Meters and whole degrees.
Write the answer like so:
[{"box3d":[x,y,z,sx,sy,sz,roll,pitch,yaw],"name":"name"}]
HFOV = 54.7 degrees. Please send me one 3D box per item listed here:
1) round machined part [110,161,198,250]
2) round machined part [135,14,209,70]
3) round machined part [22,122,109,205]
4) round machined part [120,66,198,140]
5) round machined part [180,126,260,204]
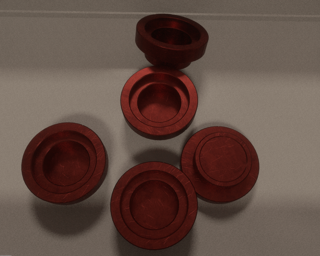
[{"box3d":[-0.007,0.092,0.367,0.099,0.042,0.098,0,70,-1],"name":"round machined part"},{"box3d":[0.015,-0.117,0.430,0.099,0.042,0.098,6,44,-6],"name":"round machined part"},{"box3d":[-0.113,0.045,0.383,0.099,0.042,0.098,0,70,-1],"name":"round machined part"},{"box3d":[-0.001,-0.030,0.411,0.099,0.042,0.098,0,71,0],"name":"round machined part"},{"box3d":[0.075,0.043,0.386,0.099,0.042,0.098,0,70,-1],"name":"round machined part"}]
